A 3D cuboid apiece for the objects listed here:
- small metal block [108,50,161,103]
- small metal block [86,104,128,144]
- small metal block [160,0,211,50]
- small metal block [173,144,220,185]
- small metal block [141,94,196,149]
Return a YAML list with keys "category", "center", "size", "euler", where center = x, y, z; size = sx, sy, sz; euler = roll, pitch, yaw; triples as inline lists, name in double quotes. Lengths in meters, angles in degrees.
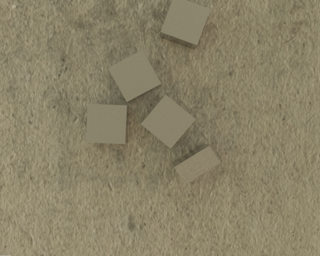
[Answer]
- category: "small metal block"
  center: [-0.033, -0.067, 0.410]
  size: [0.050, 0.025, 0.050]
  euler: [-29, 90, -1]
- category: "small metal block"
  center: [-0.069, -0.005, 0.409]
  size: [0.050, 0.025, 0.050]
  euler: [3, 90, -1]
- category: "small metal block"
  center: [0.033, -0.138, 0.410]
  size: [0.050, 0.025, 0.050]
  euler: [20, 90, -1]
- category: "small metal block"
  center: [0.045, 0.045, 0.398]
  size: [0.050, 0.050, 0.025]
  euler: [-32, 90, 0]
- category: "small metal block"
  center: [0.011, -0.008, 0.410]
  size: [0.050, 0.025, 0.050]
  euler: [40, 90, -1]
